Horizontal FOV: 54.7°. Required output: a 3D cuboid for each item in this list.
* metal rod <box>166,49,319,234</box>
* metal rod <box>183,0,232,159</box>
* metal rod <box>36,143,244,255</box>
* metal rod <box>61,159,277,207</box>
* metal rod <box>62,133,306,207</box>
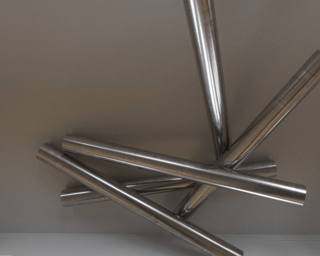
[{"bbox_3d":[0.095,0.034,0.387,0.025,0.025,0.298,31,115,-11],"label":"metal rod"},{"bbox_3d":[0.053,-0.052,0.321,0.025,0.025,0.299,-16,137,5],"label":"metal rod"},{"bbox_3d":[-0.028,0.102,0.415,0.301,0.025,0.025,28,108,2],"label":"metal rod"},{"bbox_3d":[0.011,0.079,0.440,0.302,0.025,0.025,-9,110,2],"label":"metal rod"},{"bbox_3d":[0.019,0.048,0.386,0.301,0.025,0.025,11,111,12],"label":"metal rod"}]
